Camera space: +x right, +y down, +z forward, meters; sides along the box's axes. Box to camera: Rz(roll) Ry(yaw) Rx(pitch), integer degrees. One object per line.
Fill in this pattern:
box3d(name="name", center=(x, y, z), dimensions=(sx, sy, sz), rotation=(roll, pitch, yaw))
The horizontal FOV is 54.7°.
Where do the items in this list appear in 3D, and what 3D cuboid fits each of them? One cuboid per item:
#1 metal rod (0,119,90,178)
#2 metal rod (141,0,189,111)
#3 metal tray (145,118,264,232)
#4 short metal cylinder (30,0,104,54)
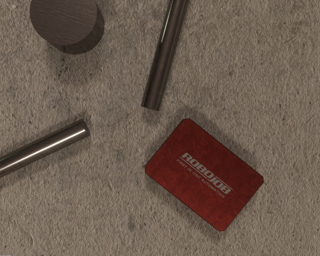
box3d(name="metal rod", center=(-0.234, 0.063, 0.406), dimensions=(0.301, 0.025, 0.025), rotation=(-25, 90, -1))
box3d(name="metal rod", center=(0.026, -0.169, 0.410), dimensions=(0.025, 0.025, 0.298), rotation=(15, 90, -1))
box3d(name="metal tray", center=(0.057, 0.060, 0.408), dimensions=(0.130, 0.030, 0.090), rotation=(39, 90, -1))
box3d(name="short metal cylinder", center=(-0.116, -0.139, 0.396), dimensions=(0.081, 0.050, 0.079), rotation=(0, 90, -1))
